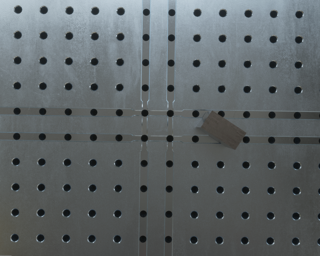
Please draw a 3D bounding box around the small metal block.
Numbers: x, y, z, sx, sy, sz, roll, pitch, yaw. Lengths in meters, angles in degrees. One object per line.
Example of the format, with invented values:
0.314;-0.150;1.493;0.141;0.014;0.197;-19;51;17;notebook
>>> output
0.077;0.002;0.401;0.050;0.050;0.025;33;90;0;small metal block
